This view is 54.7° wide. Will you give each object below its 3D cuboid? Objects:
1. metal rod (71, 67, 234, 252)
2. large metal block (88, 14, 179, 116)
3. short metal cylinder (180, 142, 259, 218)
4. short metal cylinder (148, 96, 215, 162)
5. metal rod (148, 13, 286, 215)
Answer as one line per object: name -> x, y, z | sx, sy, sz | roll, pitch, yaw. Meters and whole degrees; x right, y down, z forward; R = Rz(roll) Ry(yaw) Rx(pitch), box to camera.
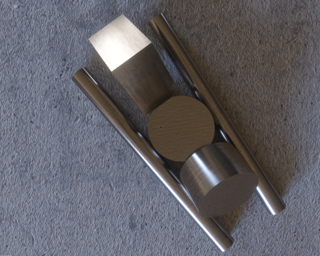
metal rod -> -0.009, 0.041, 0.410 | 0.025, 0.025, 0.300 | -41, 90, 0
large metal block -> -0.031, -0.074, 0.368 | 0.050, 0.080, 0.080 | -36, 49, 0
short metal cylinder -> 0.071, 0.064, 0.378 | 0.080, 0.080, 0.050 | -31, 48, 0
short metal cylinder -> 0.026, 0.001, 0.399 | 0.081, 0.050, 0.080 | 0, 90, 0
metal rod -> 0.076, -0.018, 0.411 | 0.025, 0.025, 0.299 | -33, 90, 0
